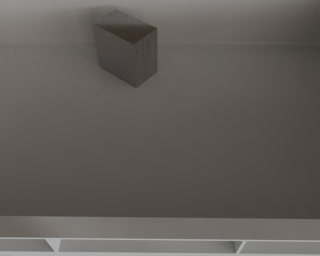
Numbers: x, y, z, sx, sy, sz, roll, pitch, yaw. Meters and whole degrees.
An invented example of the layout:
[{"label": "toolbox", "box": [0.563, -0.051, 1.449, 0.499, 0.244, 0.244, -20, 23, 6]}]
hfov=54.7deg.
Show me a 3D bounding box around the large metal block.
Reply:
[{"label": "large metal block", "box": [-0.051, -0.120, 0.469, 0.080, 0.080, 0.050, 32, 57, 23]}]
